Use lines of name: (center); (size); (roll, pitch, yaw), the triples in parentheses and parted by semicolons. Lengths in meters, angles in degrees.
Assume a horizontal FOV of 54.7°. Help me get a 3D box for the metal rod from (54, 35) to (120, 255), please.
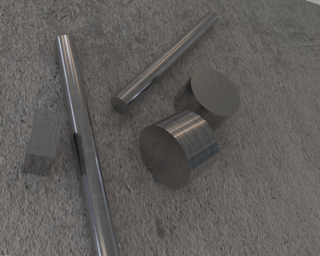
metal rod: (-0.084, 0.019, 0.346); (0.025, 0.025, 0.299); (-3, 63, -30)

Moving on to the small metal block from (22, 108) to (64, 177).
small metal block: (-0.119, 0.016, 0.314); (0.025, 0.050, 0.050); (14, 56, -21)

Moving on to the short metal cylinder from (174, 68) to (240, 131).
short metal cylinder: (0.068, -0.039, 0.448); (0.081, 0.050, 0.080); (14, 56, -21)

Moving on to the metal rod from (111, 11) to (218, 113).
metal rod: (0.023, -0.118, 0.487); (0.025, 0.025, 0.301); (41, 51, -1)

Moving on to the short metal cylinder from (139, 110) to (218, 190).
short metal cylinder: (0.021, 0.025, 0.365); (0.050, 0.080, 0.080); (-28, 77, -37)
